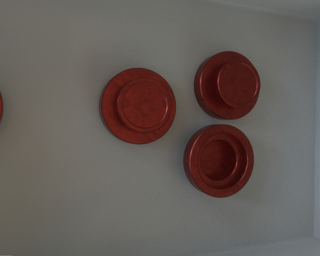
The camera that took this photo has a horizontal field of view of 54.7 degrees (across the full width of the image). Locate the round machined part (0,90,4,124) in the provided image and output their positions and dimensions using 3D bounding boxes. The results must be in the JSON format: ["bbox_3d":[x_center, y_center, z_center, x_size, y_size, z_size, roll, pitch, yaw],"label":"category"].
[{"bbox_3d":[-0.216,-0.022,0.320,0.099,0.042,0.097,0,90,-23],"label":"round machined part"}]

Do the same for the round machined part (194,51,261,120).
[{"bbox_3d":[0.101,-0.060,0.438,0.099,0.042,0.097,0,90,-20],"label":"round machined part"}]

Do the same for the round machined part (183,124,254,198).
[{"bbox_3d":[0.077,0.043,0.430,0.099,0.042,0.097,0,90,-20],"label":"round machined part"}]

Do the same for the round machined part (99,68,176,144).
[{"bbox_3d":[-0.025,-0.028,0.392,0.099,0.042,0.097,0,90,-20],"label":"round machined part"}]
